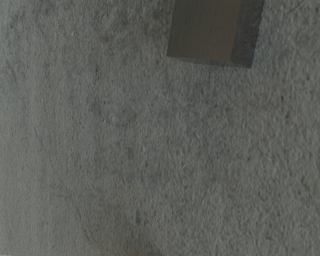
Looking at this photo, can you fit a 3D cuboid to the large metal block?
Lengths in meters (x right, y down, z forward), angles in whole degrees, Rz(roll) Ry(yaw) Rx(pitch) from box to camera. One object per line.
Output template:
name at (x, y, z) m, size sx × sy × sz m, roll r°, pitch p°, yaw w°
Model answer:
large metal block at (0.060, -0.112, 0.338) m, size 0.080 × 0.050 × 0.079 m, roll 15°, pitch 100°, yaw 38°
